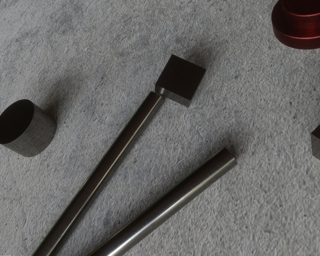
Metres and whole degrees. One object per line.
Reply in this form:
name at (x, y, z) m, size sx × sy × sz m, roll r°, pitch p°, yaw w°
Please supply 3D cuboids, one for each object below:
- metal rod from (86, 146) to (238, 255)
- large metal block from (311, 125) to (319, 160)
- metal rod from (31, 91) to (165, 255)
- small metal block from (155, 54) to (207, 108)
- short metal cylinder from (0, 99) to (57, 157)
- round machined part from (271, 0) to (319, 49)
metal rod at (-0.039, 0.124, 0.346) m, size 0.300 × 0.025 × 0.025 m, roll -39°, pitch 51°, yaw 1°
large metal block at (0.199, 0.011, 0.277) m, size 0.080 × 0.050 × 0.080 m, roll -44°, pitch 51°, yaw -2°
metal rod at (-0.087, 0.077, 0.400) m, size 0.025 × 0.025 × 0.300 m, roll 26°, pitch 75°, yaw 36°
small metal block at (0.027, -0.063, 0.413) m, size 0.050 × 0.025 × 0.050 m, roll 26°, pitch 73°, yaw 6°
short metal cylinder at (-0.216, 0.001, 0.498) m, size 0.080 × 0.050 × 0.080 m, roll -13°, pitch 56°, yaw 20°
round machined part at (0.190, -0.149, 0.385) m, size 0.098 × 0.042 × 0.098 m, roll -13°, pitch 56°, yaw 20°
